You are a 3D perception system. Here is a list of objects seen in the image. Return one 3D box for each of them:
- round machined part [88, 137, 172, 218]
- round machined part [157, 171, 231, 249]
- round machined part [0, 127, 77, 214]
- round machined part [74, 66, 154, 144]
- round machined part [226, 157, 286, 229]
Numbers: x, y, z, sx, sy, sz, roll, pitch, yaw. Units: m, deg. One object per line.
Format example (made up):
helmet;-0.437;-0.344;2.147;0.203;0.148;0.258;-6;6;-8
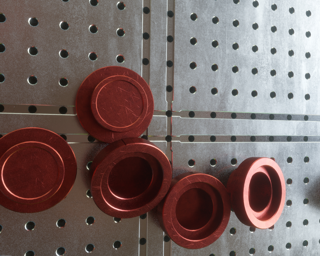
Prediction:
round machined part;-0.039;0.057;0.380;0.099;0.042;0.097;-8;111;-21
round machined part;0.043;0.107;0.419;0.099;0.042;0.097;0;90;-20
round machined part;-0.144;0.048;0.350;0.099;0.042;0.097;0;90;-20
round machined part;-0.053;-0.028;0.384;0.099;0.042;0.097;0;90;-20
round machined part;0.133;0.090;0.443;0.099;0.042;0.098;3;85;-37
